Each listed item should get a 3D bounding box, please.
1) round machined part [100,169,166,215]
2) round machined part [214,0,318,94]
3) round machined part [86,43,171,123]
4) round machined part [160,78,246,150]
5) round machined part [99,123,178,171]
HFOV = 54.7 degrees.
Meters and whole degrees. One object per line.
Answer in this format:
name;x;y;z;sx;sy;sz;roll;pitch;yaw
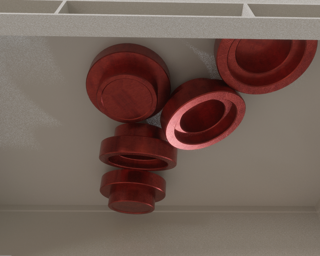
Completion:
round machined part;-0.041;0.100;0.463;0.099;0.042;0.098;2;149;2
round machined part;0.106;-0.086;0.323;0.099;0.042;0.097;-1;133;0
round machined part;-0.037;-0.044;0.360;0.099;0.042;0.097;0;130;0
round machined part;0.047;-0.021;0.368;0.099;0.042;0.097;-13;141;-11
round machined part;-0.027;0.024;0.400;0.099;0.042;0.098;4;160;2
